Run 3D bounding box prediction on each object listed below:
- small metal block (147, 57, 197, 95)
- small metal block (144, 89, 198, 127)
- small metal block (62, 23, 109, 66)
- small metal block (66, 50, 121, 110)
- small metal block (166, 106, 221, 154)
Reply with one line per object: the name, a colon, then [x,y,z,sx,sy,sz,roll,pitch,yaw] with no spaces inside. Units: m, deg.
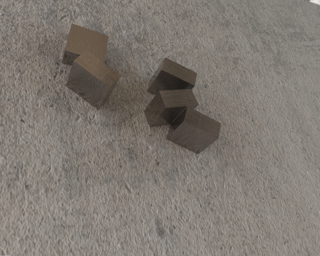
small metal block: [0.016,-0.064,0.436,0.050,0.050,0.025,24,53,-14]
small metal block: [0.014,-0.026,0.411,0.050,0.050,0.025,-8,66,-32]
small metal block: [-0.099,-0.106,0.415,0.050,0.025,0.050,14,56,-21]
small metal block: [-0.082,-0.058,0.378,0.050,0.050,0.025,37,51,-4]
small metal block: [0.044,0.004,0.408,0.050,0.050,0.025,26,53,-12]
